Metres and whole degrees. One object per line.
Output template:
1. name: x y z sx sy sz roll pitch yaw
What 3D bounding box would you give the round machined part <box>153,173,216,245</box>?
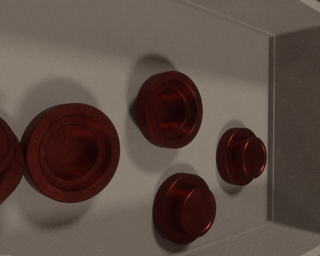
1. round machined part: 0.041 0.114 0.433 0.099 0.042 0.097 0 90 -40

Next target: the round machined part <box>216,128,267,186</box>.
1. round machined part: 0.142 0.048 0.518 0.099 0.042 0.097 0 90 -40

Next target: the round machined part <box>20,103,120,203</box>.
1. round machined part: -0.094 0.024 0.318 0.099 0.042 0.097 -1 91 -41

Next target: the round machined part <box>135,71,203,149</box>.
1. round machined part: 0.007 -0.023 0.404 0.099 0.042 0.097 0 90 -40

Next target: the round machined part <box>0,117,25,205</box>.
1. round machined part: -0.153 0.019 0.237 0.098 0.042 0.098 31 36 -26
